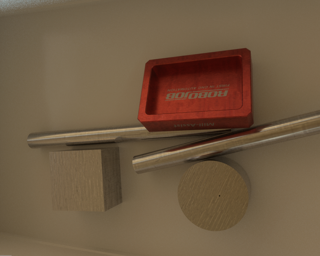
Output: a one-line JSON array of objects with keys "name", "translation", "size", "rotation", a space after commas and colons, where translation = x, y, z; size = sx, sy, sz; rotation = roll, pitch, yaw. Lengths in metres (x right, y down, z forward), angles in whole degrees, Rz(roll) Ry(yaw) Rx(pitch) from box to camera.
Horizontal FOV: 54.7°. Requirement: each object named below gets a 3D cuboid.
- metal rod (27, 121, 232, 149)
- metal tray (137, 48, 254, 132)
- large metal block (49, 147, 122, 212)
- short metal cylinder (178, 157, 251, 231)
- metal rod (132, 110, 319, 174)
[{"name": "metal rod", "translation": [-0.054, 0.008, 0.428], "size": [0.301, 0.025, 0.025], "rotation": [-5, 89, 19]}, {"name": "metal tray", "translation": [0.043, -0.044, 0.373], "size": [0.130, 0.030, 0.090], "rotation": [-3, 65, 19]}, {"name": "large metal block", "translation": [-0.102, 0.069, 0.432], "size": [0.080, 0.050, 0.079], "rotation": [-4, 89, 19]}, {"name": "short metal cylinder", "translation": [0.067, 0.076, 0.373], "size": [0.080, 0.050, 0.079], "rotation": [0, 90, 19]}, {"name": "metal rod", "translation": [0.105, 0.011, 0.356], "size": [0.300, 0.025, 0.025], "rotation": [-15, 85, 21]}]
